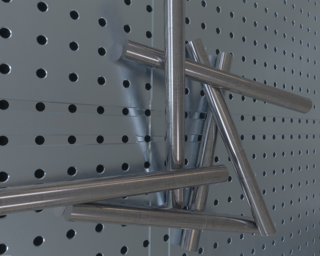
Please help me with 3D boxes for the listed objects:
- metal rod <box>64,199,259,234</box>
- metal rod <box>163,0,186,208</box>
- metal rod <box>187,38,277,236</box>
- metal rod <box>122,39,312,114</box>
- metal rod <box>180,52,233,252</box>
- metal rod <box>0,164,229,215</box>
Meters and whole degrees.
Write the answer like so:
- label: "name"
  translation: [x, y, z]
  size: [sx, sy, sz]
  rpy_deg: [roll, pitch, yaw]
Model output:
- label: "metal rod"
  translation: [0.028, 0.119, 0.406]
  size: [0.302, 0.025, 0.025]
  rpy_deg: [15, 81, -31]
- label: "metal rod"
  translation: [0.019, -0.036, 0.384]
  size: [0.025, 0.025, 0.298]
  rpy_deg: [-15, 112, -39]
- label: "metal rod"
  translation: [0.104, 0.014, 0.452]
  size: [0.025, 0.025, 0.299]
  rpy_deg: [-23, 92, -38]
- label: "metal rod"
  translation: [0.094, -0.065, 0.432]
  size: [0.302, 0.025, 0.025]
  rpy_deg: [13, 82, -22]
- label: "metal rod"
  translation: [0.073, 0.029, 0.468]
  size: [0.025, 0.025, 0.299]
  rpy_deg: [20, 77, -38]
- label: "metal rod"
  translation: [-0.044, 0.065, 0.343]
  size: [0.302, 0.025, 0.025]
  rpy_deg: [-1, 91, -31]
